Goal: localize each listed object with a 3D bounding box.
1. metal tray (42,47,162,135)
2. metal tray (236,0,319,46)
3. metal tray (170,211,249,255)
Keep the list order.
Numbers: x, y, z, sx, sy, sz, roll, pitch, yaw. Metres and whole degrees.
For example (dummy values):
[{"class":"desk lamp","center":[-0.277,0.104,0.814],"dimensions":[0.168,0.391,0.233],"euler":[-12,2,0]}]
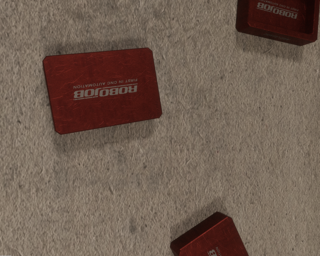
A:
[{"class":"metal tray","center":[-0.069,-0.047,0.382],"dimensions":[0.131,0.030,0.089],"euler":[-10,94,-20]},{"class":"metal tray","center":[0.183,-0.184,0.475],"dimensions":[0.131,0.030,0.089],"euler":[5,88,-20]},{"class":"metal tray","center":[0.082,0.198,0.438],"dimensions":[0.091,0.030,0.129],"euler":[-28,100,-18]}]
